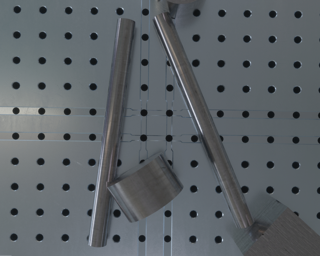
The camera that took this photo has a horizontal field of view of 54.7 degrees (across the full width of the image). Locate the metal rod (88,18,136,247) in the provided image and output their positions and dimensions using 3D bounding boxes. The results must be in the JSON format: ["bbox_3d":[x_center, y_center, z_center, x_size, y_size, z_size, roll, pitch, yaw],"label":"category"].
[{"bbox_3d":[-0.064,0.006,0.412,0.025,0.025,0.298,8,90,0],"label":"metal rod"}]

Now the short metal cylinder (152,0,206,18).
[{"bbox_3d":[0.026,-0.191,0.401,0.081,0.050,0.079,0,90,0],"label":"short metal cylinder"}]

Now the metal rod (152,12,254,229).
[{"bbox_3d":[0.058,-0.010,0.413,0.025,0.025,0.299,-22,90,0],"label":"metal rod"}]

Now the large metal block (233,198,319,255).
[{"bbox_3d":[0.158,0.152,0.402,0.080,0.050,0.080,43,90,0],"label":"large metal block"}]

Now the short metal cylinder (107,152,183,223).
[{"bbox_3d":[-0.018,0.072,0.386,0.080,0.080,0.050,-32,90,0],"label":"short metal cylinder"}]
